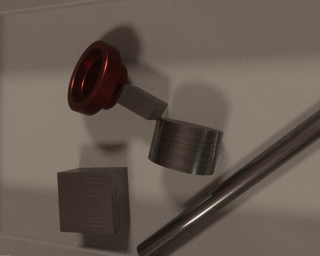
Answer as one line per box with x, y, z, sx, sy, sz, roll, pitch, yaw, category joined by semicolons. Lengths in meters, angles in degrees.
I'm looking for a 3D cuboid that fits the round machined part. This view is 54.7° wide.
-0.080;-0.062;0.412;0.098;0.042;0.098;-24;56;42;round machined part

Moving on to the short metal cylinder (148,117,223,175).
0.030;0.020;0.370;0.080;0.080;0.050;15;95;19;short metal cylinder

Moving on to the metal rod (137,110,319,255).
0.087;0.074;0.379;0.299;0.025;0.025;-41;78;15;metal rod

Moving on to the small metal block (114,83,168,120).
-0.023;-0.033;0.403;0.050;0.050;0.025;30;100;14;small metal block

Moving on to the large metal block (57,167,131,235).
-0.090;0.097;0.428;0.080;0.050;0.079;-4;89;19;large metal block
